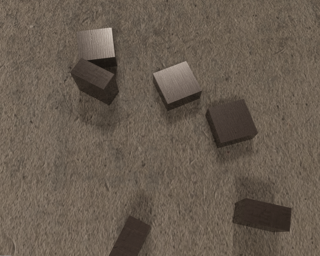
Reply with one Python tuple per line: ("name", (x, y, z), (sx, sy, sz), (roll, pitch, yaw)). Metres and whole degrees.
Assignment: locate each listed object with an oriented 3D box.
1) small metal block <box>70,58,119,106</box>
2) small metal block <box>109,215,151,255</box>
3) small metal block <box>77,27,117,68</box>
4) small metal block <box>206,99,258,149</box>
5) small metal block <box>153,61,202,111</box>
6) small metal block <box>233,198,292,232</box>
("small metal block", (-0.086, -0.061, 0.416), (0.050, 0.050, 0.025), (27, 72, 9))
("small metal block", (-0.033, 0.128, 0.348), (0.025, 0.050, 0.050), (25, 72, 8))
("small metal block", (-0.091, -0.114, 0.449), (0.050, 0.025, 0.050), (-8, 70, -4))
("small metal block", (0.094, -0.006, 0.411), (0.050, 0.025, 0.050), (-15, 71, -6))
("small metal block", (0.023, -0.058, 0.430), (0.050, 0.025, 0.050), (-22, 72, -8))
("small metal block", (0.116, 0.102, 0.359), (0.050, 0.050, 0.025), (12, 71, 4))
